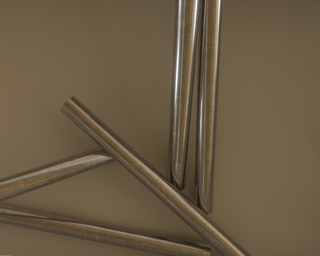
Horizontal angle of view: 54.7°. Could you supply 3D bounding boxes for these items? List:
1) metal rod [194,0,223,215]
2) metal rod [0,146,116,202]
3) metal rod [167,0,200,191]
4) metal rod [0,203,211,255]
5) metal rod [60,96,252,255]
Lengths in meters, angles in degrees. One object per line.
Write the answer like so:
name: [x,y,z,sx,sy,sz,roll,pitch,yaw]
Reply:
metal rod: [0.056,-0.032,0.367,0.025,0.025,0.298,-1,108,0]
metal rod: [-0.187,0.072,0.344,0.302,0.025,0.025,-18,90,-27]
metal rod: [0.026,-0.058,0.350,0.025,0.025,0.298,2,115,-1]
metal rod: [-0.083,0.137,0.410,0.302,0.025,0.025,11,90,-1]
metal rod: [-0.004,0.070,0.390,0.300,0.025,0.025,42,90,-2]
